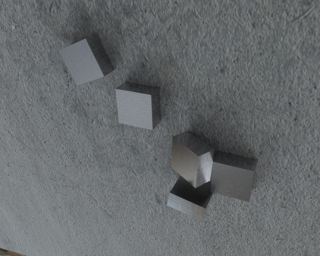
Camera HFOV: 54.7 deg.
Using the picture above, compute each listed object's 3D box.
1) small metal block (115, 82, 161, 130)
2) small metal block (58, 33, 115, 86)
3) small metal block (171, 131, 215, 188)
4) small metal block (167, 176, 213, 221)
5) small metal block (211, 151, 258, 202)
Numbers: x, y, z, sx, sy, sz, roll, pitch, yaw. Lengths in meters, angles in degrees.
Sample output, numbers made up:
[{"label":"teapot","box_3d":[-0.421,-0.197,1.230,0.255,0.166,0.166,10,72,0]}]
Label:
[{"label":"small metal block","box_3d":[-0.028,-0.029,0.403,0.050,0.025,0.050,12,124,21]},{"label":"small metal block","box_3d":[-0.095,-0.088,0.403,0.050,0.025,0.050,-11,113,33]},{"label":"small metal block","box_3d":[0.040,0.039,0.396,0.050,0.025,0.050,37,137,43]},{"label":"small metal block","box_3d":[0.044,0.091,0.424,0.050,0.050,0.025,21,126,15]},{"label":"small metal block","box_3d":[0.094,0.062,0.395,0.050,0.025,0.050,12,123,22]}]
